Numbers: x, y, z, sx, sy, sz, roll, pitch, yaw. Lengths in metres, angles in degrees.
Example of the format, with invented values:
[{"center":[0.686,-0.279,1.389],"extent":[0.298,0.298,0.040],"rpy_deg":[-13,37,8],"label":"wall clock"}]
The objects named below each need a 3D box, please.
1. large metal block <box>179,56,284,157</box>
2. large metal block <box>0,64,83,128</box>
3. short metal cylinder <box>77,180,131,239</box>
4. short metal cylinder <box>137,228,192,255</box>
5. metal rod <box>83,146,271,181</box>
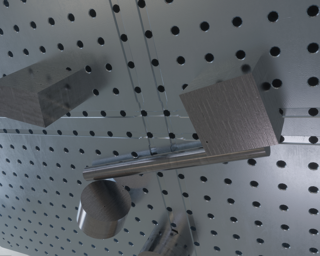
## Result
[{"center":[0.080,-0.021,0.340],"extent":[0.080,0.050,0.080],"rpy_deg":[-14,111,34],"label":"large metal block"},{"center":[-0.169,-0.049,0.435],"extent":[0.080,0.080,0.050],"rpy_deg":[13,124,21],"label":"large metal block"},{"center":[-0.092,0.132,0.506],"extent":[0.080,0.080,0.050],"rpy_deg":[29,128,10],"label":"short metal cylinder"},{"center":[0.008,0.219,0.526],"extent":[0.080,0.050,0.079],"rpy_deg":[13,124,21],"label":"short metal cylinder"},{"center":[0.002,0.049,0.440],"extent":[0.300,0.025,0.025],"rpy_deg":[-13,112,33],"label":"metal rod"}]
